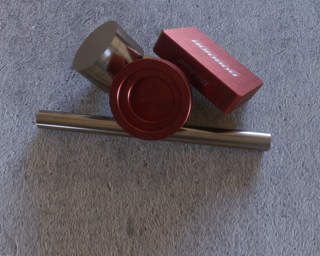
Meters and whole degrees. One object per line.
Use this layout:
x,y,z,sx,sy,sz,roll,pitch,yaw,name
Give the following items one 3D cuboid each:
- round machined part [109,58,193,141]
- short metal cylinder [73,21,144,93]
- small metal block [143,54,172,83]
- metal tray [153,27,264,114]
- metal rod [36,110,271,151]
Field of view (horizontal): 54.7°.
-0.009,-0.037,0.381,0.098,0.042,0.097,3,105,11,round machined part
-0.068,-0.093,0.409,0.080,0.050,0.080,-25,45,29,short metal cylinder
-0.001,-0.068,0.419,0.050,0.050,0.025,22,72,8,small metal block
0.065,-0.081,0.410,0.130,0.030,0.091,44,37,14,metal tray
-0.009,0.003,0.408,0.302,0.025,0.025,6,70,2,metal rod
